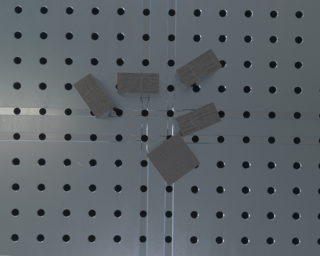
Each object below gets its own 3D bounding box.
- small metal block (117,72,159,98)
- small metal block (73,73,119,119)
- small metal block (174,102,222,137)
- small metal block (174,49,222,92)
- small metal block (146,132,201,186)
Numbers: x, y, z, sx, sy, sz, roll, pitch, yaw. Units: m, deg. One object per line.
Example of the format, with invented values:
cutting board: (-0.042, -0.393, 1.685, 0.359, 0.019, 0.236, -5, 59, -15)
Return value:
small metal block: (-0.026, -0.054, 0.401, 0.050, 0.050, 0.025, 1, 90, 0)
small metal block: (-0.081, -0.039, 0.400, 0.025, 0.050, 0.050, -35, 90, 0)
small metal block: (0.047, -0.010, 0.401, 0.050, 0.050, 0.025, -23, 90, 0)
small metal block: (0.048, -0.073, 0.401, 0.050, 0.050, 0.025, -32, 90, 0)
small metal block: (0.018, 0.040, 0.414, 0.050, 0.025, 0.050, -36, 90, 0)
